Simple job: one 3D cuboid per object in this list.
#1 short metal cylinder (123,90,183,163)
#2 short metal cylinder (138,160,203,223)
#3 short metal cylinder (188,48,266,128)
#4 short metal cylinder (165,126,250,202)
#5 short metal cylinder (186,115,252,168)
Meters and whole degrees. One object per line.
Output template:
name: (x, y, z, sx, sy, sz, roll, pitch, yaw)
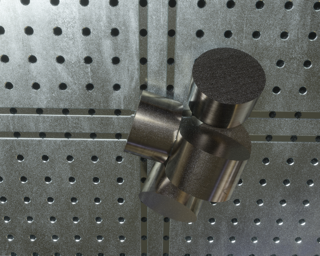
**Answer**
short metal cylinder: (-0.009, -0.002, 0.383, 0.050, 0.080, 0.079, 18, 109, -7)
short metal cylinder: (0.019, 0.083, 0.408, 0.080, 0.050, 0.080, 19, 149, 12)
short metal cylinder: (0.075, -0.046, 0.360, 0.081, 0.080, 0.050, 2, 150, -1)
short metal cylinder: (0.052, 0.037, 0.344, 0.080, 0.080, 0.050, 16, 109, -6)
short metal cylinder: (0.073, 0.018, 0.406, 0.081, 0.050, 0.079, 0, 109, 0)
